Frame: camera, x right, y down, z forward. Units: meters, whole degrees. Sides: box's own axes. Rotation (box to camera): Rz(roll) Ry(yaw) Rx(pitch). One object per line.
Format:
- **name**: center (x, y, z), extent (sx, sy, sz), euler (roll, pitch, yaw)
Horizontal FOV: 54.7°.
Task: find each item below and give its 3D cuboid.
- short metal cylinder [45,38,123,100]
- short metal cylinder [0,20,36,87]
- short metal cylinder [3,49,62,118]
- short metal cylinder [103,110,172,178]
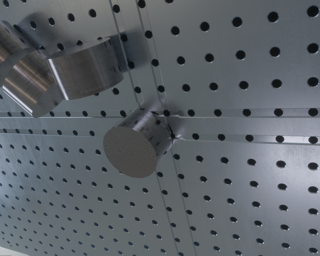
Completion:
- **short metal cylinder**: center (-0.091, -0.074, 0.378), extent (0.080, 0.080, 0.050), euler (-3, 117, 29)
- **short metal cylinder**: center (-0.221, -0.101, 0.430), extent (0.050, 0.080, 0.080), euler (46, 129, -4)
- **short metal cylinder**: center (-0.163, -0.060, 0.425), extent (0.050, 0.080, 0.080), euler (41, 129, 0)
- **short metal cylinder**: center (-0.030, 0.021, 0.424), extent (0.080, 0.050, 0.079), euler (13, 124, 21)
